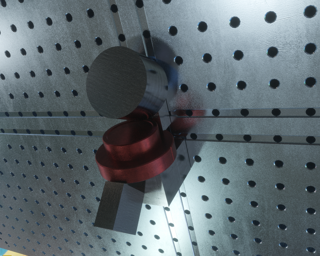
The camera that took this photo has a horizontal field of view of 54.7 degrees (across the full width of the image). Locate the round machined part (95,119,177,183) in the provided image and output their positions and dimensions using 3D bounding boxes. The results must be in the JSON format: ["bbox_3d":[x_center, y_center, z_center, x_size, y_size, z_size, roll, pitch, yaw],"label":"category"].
[{"bbox_3d":[-0.032,0.021,0.379,0.098,0.098,0.042,1,119,27],"label":"round machined part"}]

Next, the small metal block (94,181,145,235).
[{"bbox_3d":[-0.045,0.093,0.358,0.025,0.050,0.050,1,157,27],"label":"small metal block"}]

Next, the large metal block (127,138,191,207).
[{"bbox_3d":[-0.014,0.054,0.414,0.080,0.080,0.050,1,119,27],"label":"large metal block"}]

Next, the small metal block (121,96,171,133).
[{"bbox_3d":[-0.018,-0.022,0.404,0.050,0.025,0.050,1,119,27],"label":"small metal block"}]

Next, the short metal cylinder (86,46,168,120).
[{"bbox_3d":[-0.038,-0.049,0.361,0.080,0.050,0.080,-1,88,27],"label":"short metal cylinder"}]
